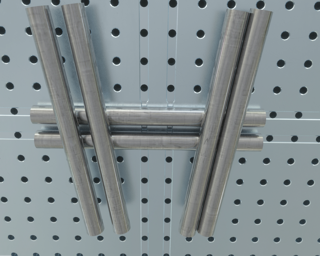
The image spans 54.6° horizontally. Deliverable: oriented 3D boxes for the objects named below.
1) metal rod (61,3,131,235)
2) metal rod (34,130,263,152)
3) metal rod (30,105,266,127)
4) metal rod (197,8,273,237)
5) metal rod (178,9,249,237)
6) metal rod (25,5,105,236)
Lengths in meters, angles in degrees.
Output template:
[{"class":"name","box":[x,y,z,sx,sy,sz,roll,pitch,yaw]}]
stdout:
[{"class":"metal rod","box":[-0.075,0.004,0.388,0.025,0.025,0.298,-8,110,3]},{"class":"metal rod","box":[-0.014,0.017,0.420,0.302,0.025,0.025,1,110,-1]},{"class":"metal rod","box":[-0.014,-0.015,0.408,0.302,0.025,0.025,1,110,-1]},{"class":"metal rod","box":[0.088,0.009,0.391,0.025,0.025,0.298,9,110,-3]},{"class":"metal rod","box":[0.062,0.009,0.391,0.025,0.025,0.298,9,110,-3]},{"class":"metal rod","box":[-0.113,0.007,0.389,0.025,0.025,0.298,-8,110,3]}]
